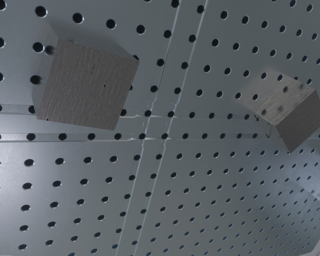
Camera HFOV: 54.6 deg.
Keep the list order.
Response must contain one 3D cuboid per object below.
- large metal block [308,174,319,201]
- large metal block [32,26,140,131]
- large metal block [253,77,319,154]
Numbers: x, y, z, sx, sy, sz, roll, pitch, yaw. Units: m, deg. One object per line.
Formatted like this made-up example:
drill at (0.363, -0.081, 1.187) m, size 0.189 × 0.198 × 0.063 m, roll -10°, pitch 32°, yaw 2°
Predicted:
large metal block at (0.391, 0.127, 0.685) m, size 0.081 × 0.050 × 0.080 m, roll 13°, pitch 112°, yaw -34°
large metal block at (-0.079, -0.049, 0.321) m, size 0.081 × 0.050 × 0.080 m, roll 10°, pitch 114°, yaw -33°
large metal block at (0.209, -0.019, 0.496) m, size 0.080 × 0.050 × 0.080 m, roll -43°, pitch 129°, yaw 1°
